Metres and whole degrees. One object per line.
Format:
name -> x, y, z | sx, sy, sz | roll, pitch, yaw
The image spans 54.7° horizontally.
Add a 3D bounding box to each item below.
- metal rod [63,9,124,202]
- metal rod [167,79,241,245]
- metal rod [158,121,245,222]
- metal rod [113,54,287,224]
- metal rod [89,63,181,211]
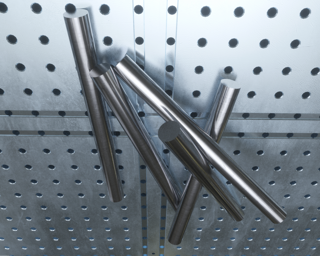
metal rod -> -0.078, -0.002, 0.408 | 0.025, 0.025, 0.298 | -2, 130, 1
metal rod -> 0.055, 0.068, 0.449 | 0.025, 0.025, 0.298 | 9, 123, -8
metal rod -> 0.073, 0.078, 0.431 | 0.025, 0.025, 0.300 | -21, 142, 16
metal rod -> 0.060, 0.024, 0.390 | 0.300, 0.025, 0.025 | 43, 119, -16
metal rod -> -0.014, 0.038, 0.432 | 0.025, 0.025, 0.299 | -16, 132, 12
